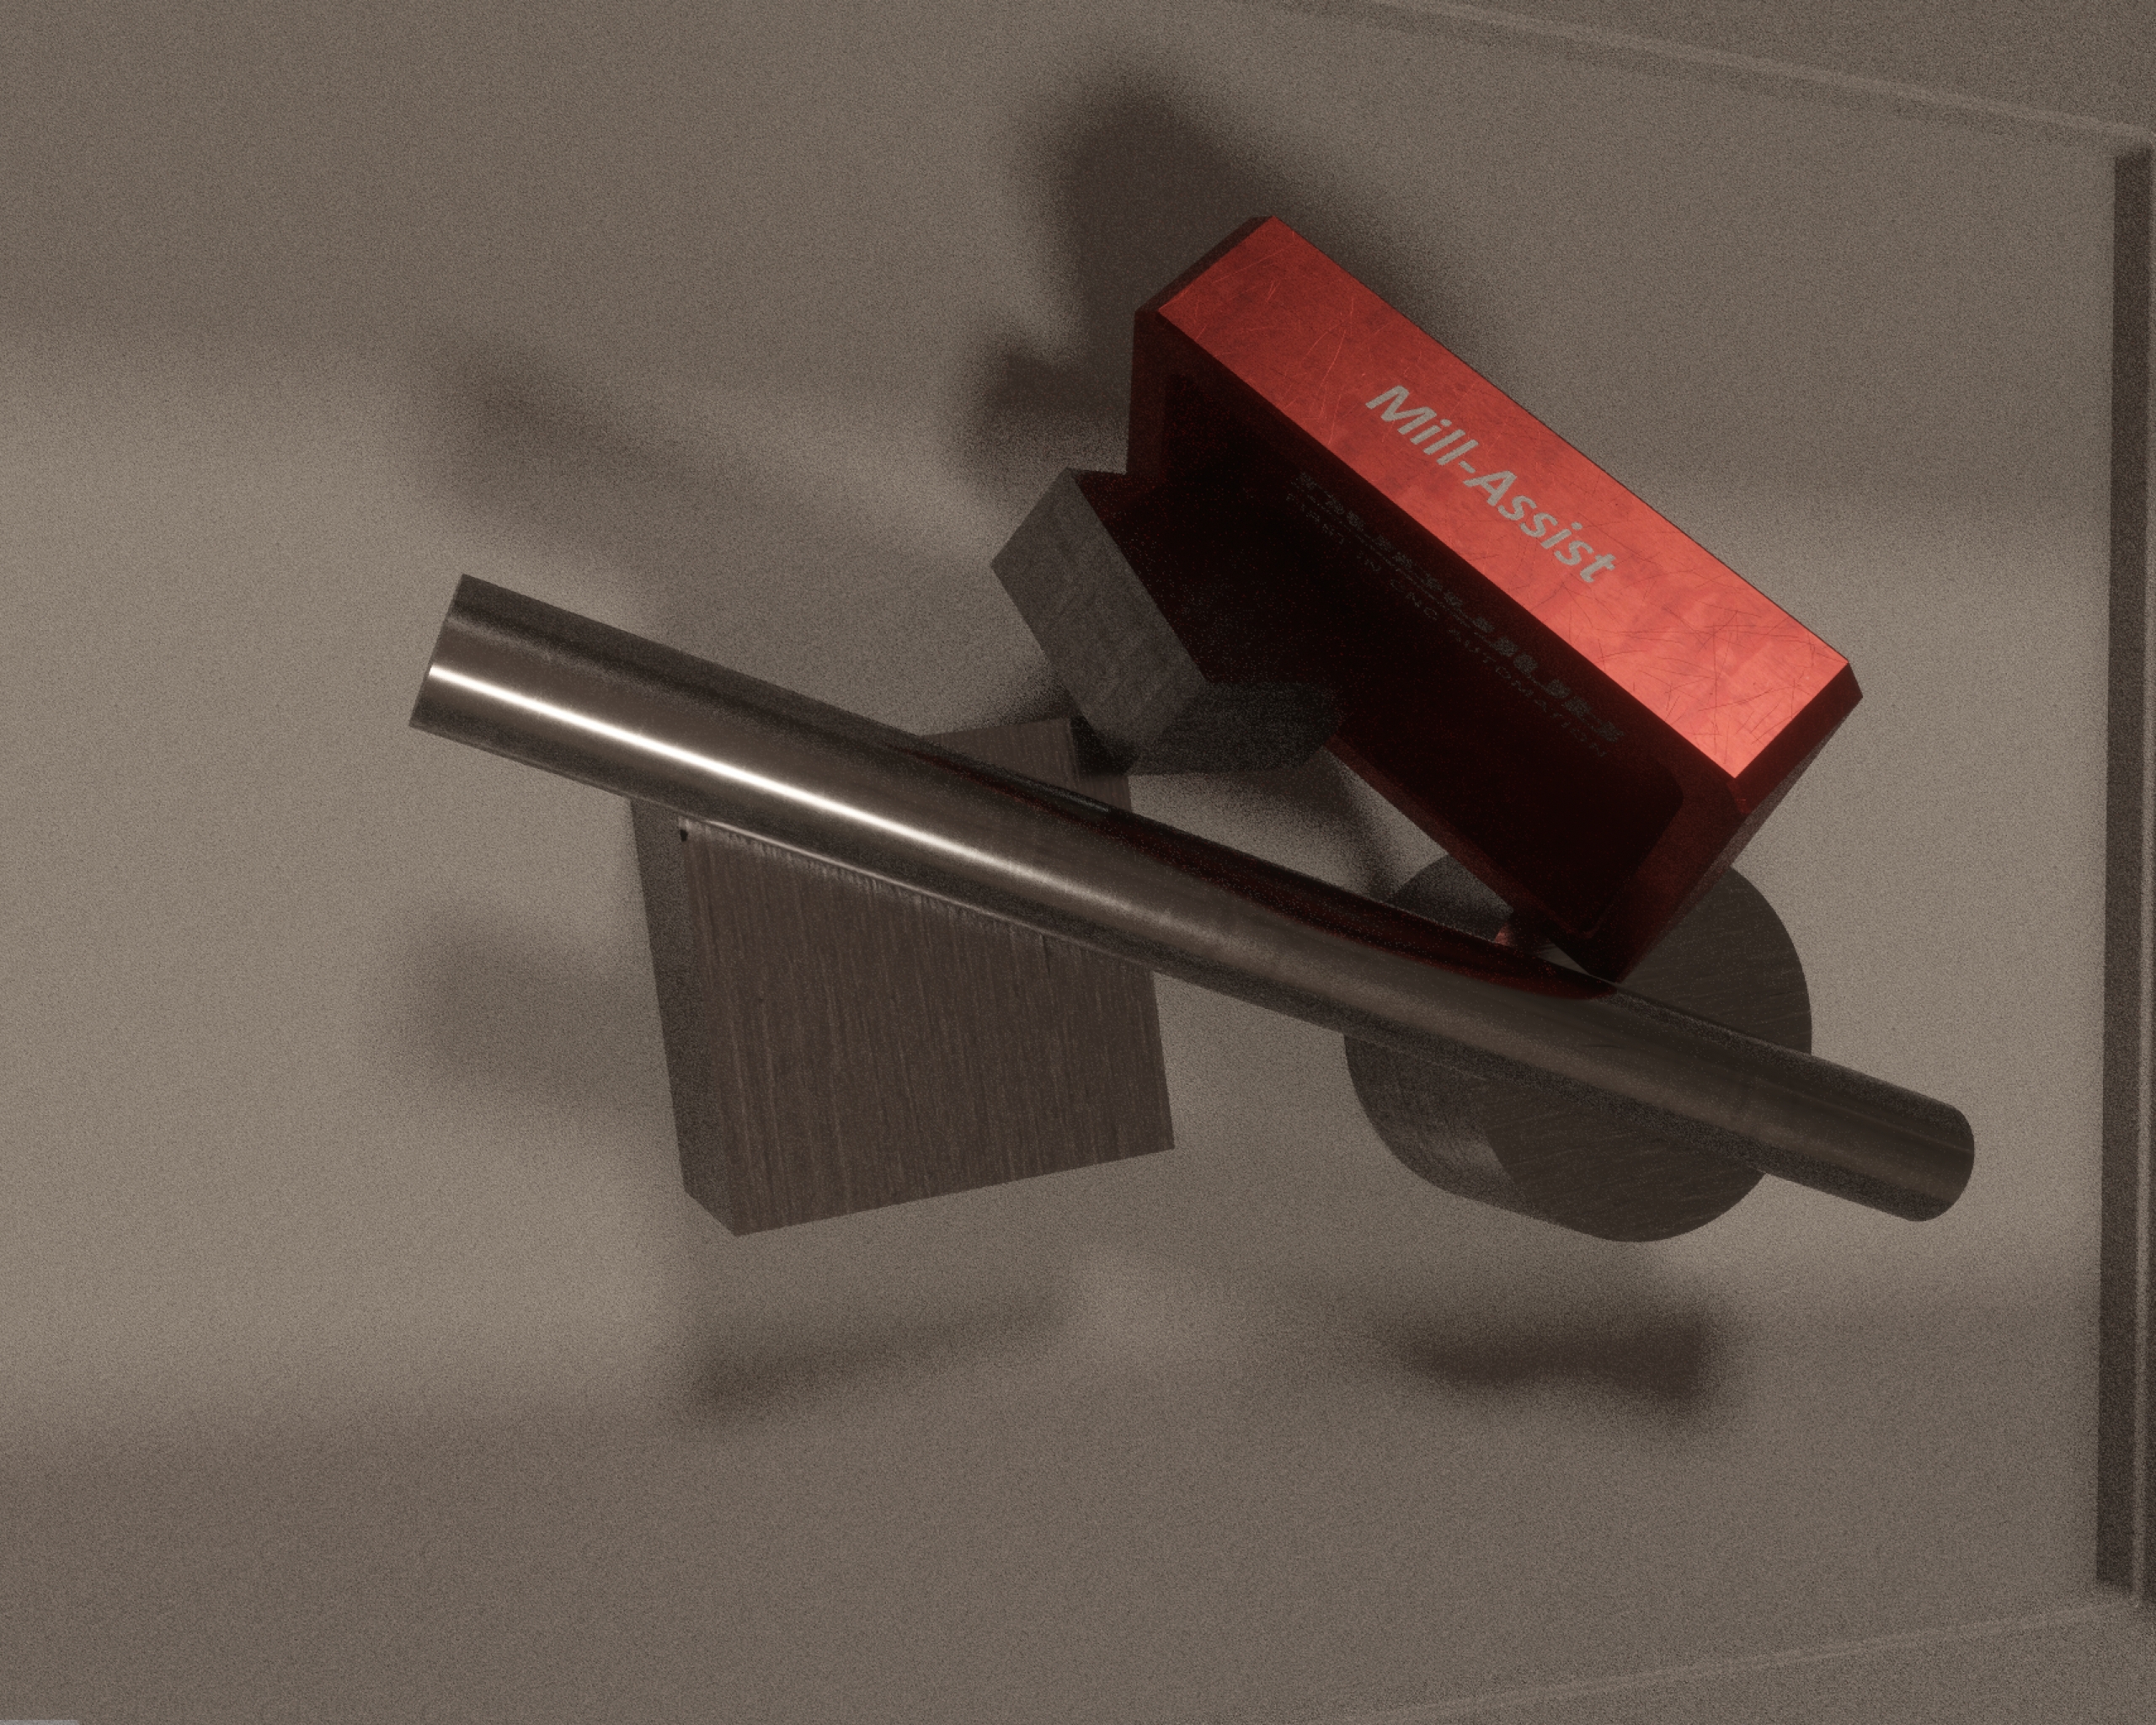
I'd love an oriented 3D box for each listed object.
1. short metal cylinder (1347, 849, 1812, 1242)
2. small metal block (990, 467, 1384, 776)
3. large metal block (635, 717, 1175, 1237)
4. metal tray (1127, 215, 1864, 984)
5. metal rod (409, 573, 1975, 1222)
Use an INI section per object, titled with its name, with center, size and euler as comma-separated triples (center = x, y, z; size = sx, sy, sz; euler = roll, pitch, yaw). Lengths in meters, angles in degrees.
[short metal cylinder]
center = 0.104, 0.035, 0.436
size = 0.081, 0.050, 0.079
euler = 0, 90, -21
[small metal block]
center = 0.020, -0.044, 0.382
size = 0.050, 0.025, 0.050
euler = -5, 56, -47
[large metal block]
center = -0.034, 0.018, 0.385
size = 0.081, 0.050, 0.079
euler = -8, 93, -20
[metal tray]
center = 0.065, -0.044, 0.373
size = 0.130, 0.090, 0.030
euler = 43, 74, 15
[metal rod]
center = 0.036, 0.014, 0.369
size = 0.302, 0.025, 0.025
euler = 19, 84, -20
